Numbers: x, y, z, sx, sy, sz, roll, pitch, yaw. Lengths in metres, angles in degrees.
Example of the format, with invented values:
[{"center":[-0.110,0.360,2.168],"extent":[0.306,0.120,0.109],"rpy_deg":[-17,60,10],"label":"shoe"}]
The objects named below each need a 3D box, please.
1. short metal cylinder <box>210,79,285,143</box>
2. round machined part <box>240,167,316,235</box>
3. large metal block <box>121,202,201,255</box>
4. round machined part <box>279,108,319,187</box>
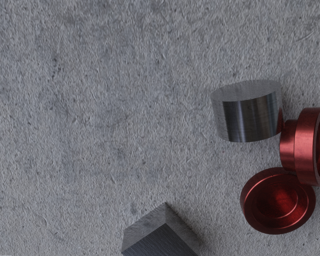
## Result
[{"center":[0.105,-0.023,0.374],"extent":[0.080,0.080,0.050],"rpy_deg":[-13,110,4],"label":"short metal cylinder"},{"center":[0.162,0.098,0.439],"extent":[0.099,0.042,0.097],"rpy_deg":[0,110,-1],"label":"round machined part"},{"center":[0.002,0.172,0.460],"extent":[0.080,0.050,0.080],"rpy_deg":[-37,106,12],"label":"large metal block"},{"center":[0.184,0.023,0.393],"extent":[0.042,0.099,0.097],"rpy_deg":[1,116,39],"label":"round machined part"}]
